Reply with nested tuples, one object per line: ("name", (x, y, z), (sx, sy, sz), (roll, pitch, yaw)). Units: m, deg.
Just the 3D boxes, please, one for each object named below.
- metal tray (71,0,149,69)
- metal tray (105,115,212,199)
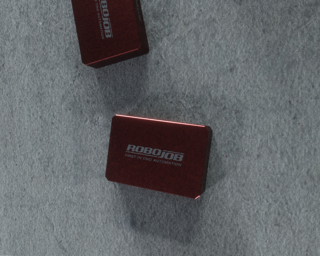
("metal tray", (-0.072, -0.158, 0.431), (0.090, 0.030, 0.129), (-12, 86, 19))
("metal tray", (-0.003, 0.034, 0.407), (0.130, 0.030, 0.089), (8, 93, 19))
